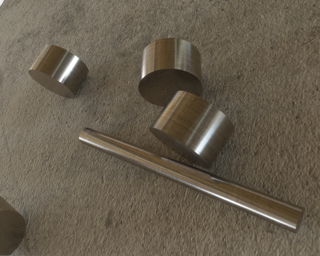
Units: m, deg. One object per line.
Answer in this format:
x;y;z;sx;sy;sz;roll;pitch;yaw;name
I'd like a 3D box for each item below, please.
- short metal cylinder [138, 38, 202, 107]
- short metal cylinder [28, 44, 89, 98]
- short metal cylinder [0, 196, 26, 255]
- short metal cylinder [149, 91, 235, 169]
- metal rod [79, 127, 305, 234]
0.014;-0.070;0.404;0.080;0.080;0.050;-12;57;22;short metal cylinder
-0.166;-0.092;0.513;0.080;0.080;0.050;13;69;33;short metal cylinder
-0.228;0.133;0.407;0.050;0.080;0.080;22;74;36;short metal cylinder
0.035;0.003;0.348;0.080;0.080;0.050;27;76;37;short metal cylinder
0.010;0.048;0.369;0.300;0.025;0.025;17;71;34;metal rod
